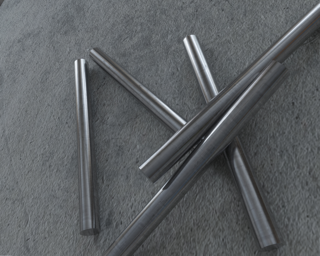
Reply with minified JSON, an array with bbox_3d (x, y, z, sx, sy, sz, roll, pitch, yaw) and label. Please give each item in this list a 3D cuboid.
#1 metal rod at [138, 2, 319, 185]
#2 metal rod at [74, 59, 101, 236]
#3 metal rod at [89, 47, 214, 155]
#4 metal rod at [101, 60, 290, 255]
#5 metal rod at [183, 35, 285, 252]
[{"bbox_3d":[0.095,-0.048,0.357,0.301,0.025,0.025,-42,51,-12],"label":"metal rod"},{"bbox_3d":[-0.111,0.006,0.458,0.025,0.025,0.299,-23,53,14],"label":"metal rod"},{"bbox_3d":[-0.027,-0.049,0.448,0.025,0.025,0.300,-45,51,-3],"label":"metal rod"},{"bbox_3d":[0.029,0.050,0.333,0.300,0.025,0.025,-49,51,2],"label":"metal rod"},{"bbox_3d":[0.074,-0.009,0.370,0.025,0.025,0.299,-24,53,14],"label":"metal rod"}]
